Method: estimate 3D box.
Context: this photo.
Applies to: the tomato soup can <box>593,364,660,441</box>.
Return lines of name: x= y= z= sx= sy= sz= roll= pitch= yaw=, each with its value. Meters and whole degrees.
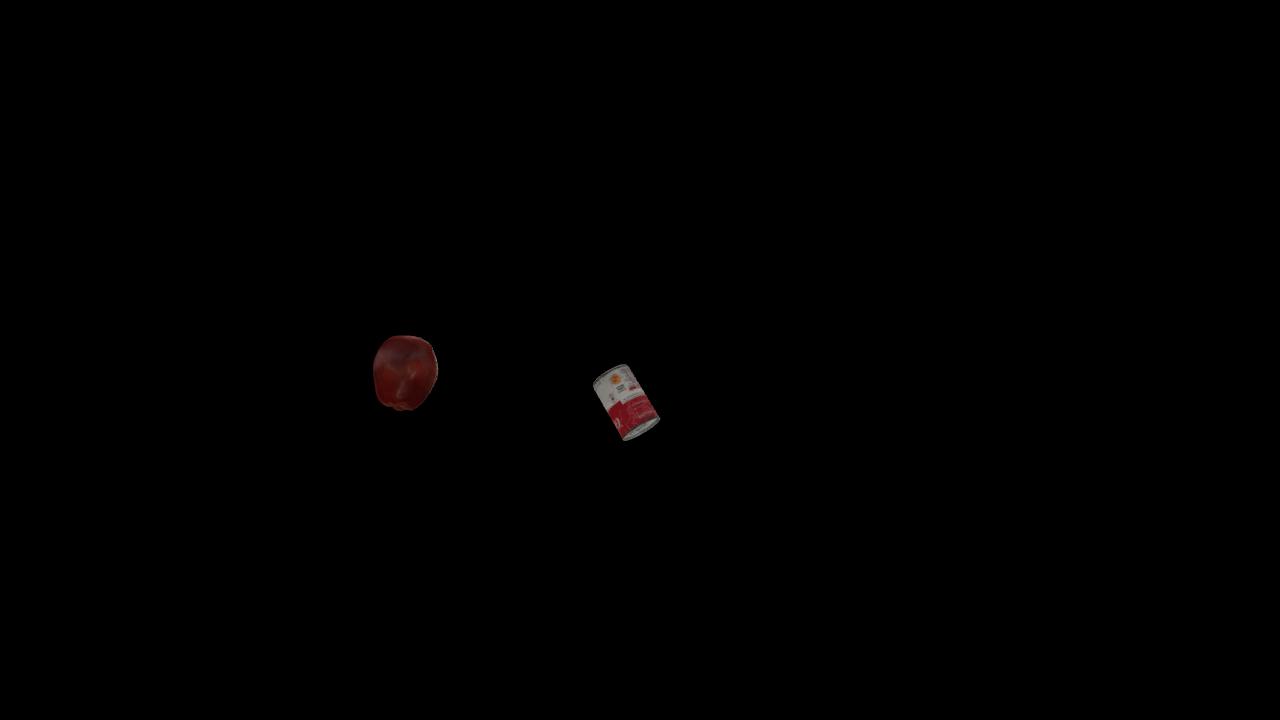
tomato soup can: x=-0.022 y=0.065 z=0.954 sx=0.068 sy=0.101 sz=0.068 roll=-28 pitch=-16 yaw=-9

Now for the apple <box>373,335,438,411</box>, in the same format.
apple: x=-0.286 y=0.014 z=0.751 sx=0.079 sy=0.093 sz=0.079 roll=10 pitch=-20 yaw=4
